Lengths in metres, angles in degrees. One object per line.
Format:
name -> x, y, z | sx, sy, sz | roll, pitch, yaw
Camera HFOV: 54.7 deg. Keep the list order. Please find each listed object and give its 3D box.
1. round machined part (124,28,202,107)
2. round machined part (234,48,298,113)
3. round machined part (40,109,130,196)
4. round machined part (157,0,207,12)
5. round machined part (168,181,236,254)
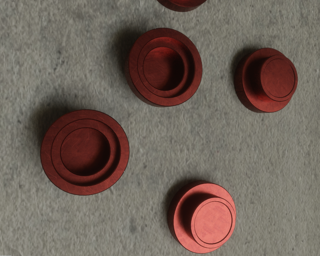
round machined part -> 0.002, -0.075, 0.401 | 0.099, 0.042, 0.097 | 0, 90, -21
round machined part -> 0.164, -0.071, 0.462 | 0.099, 0.042, 0.097 | 0, 90, -21
round machined part -> -0.089, 0.027, 0.368 | 0.099, 0.042, 0.097 | 0, 90, -21
round machined part -> 0.033, -0.211, 0.413 | 0.099, 0.042, 0.097 | 0, 90, -21
round machined part -> 0.064, 0.124, 0.425 | 0.099, 0.042, 0.097 | 0, 90, -21
